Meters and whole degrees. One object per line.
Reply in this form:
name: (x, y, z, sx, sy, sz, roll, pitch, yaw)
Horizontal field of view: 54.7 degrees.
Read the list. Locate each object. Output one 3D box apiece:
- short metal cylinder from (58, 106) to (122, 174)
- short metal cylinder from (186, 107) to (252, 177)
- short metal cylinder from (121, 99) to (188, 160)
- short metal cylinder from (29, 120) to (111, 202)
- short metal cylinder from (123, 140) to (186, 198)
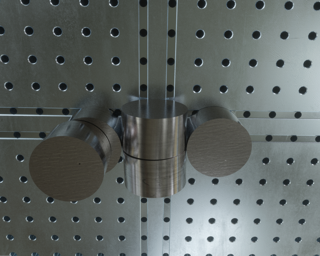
short metal cylinder: (-0.088, 0.016, 0.405, 0.081, 0.050, 0.079, 0, 110, 0)
short metal cylinder: (0.073, 0.017, 0.406, 0.081, 0.050, 0.079, 0, 110, 0)
short metal cylinder: (-0.007, -0.001, 0.384, 0.081, 0.080, 0.050, 1, 111, -1)
short metal cylinder: (-0.101, 0.037, 0.358, 0.081, 0.050, 0.079, 0, 110, 0)
short metal cylinder: (-0.006, 0.047, 0.401, 0.081, 0.080, 0.050, -1, 110, 0)
